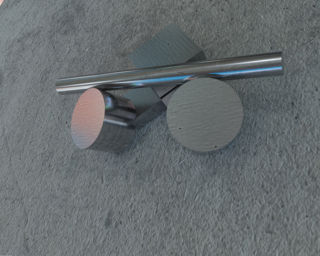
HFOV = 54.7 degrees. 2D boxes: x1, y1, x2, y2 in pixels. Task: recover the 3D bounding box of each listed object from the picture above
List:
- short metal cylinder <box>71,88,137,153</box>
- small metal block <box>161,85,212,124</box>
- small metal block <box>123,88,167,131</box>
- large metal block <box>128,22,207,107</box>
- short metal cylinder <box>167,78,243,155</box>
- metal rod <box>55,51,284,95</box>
[{"bbox_3d":[-0.076,-0.008,0.416,0.080,0.050,0.080,-14,69,44],"label":"short metal cylinder"},{"bbox_3d":[0.038,-0.031,0.404,0.050,0.025,0.050,-37,51,3],"label":"small metal block"},{"bbox_3d":[-0.025,-0.033,0.439,0.050,0.025,0.050,-36,51,2],"label":"small metal block"},{"bbox_3d":[0.014,-0.089,0.434,0.080,0.050,0.080,-36,51,4],"label":"large metal block"},{"bbox_3d":[0.051,-0.011,0.351,0.080,0.050,0.080,-2,81,10],"label":"short metal cylinder"},{"bbox_3d":[-0.009,-0.063,0.382,0.300,0.025,0.025,-1,61,27],"label":"metal rod"}]
